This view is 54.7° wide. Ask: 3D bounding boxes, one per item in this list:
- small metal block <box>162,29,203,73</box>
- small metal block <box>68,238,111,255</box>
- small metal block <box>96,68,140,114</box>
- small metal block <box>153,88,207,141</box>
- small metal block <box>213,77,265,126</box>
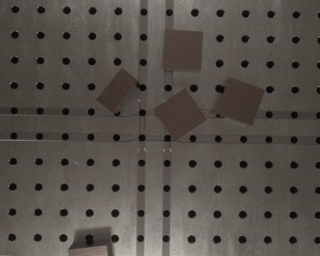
[{"bbox_3d":[0.030,-0.102,0.414,0.050,0.025,0.050,3,90,-1],"label":"small metal block"},{"bbox_3d":[-0.091,0.179,0.412,0.050,0.025,0.050,-6,90,-1],"label":"small metal block"},{"bbox_3d":[-0.052,-0.046,0.400,0.025,0.050,0.050,38,90,-1],"label":"small metal block"},{"bbox_3d":[0.026,-0.018,0.414,0.050,0.025,0.050,-34,90,0],"label":"small metal block"},{"bbox_3d":[0.105,-0.035,0.415,0.050,0.025,0.050,20,90,-1],"label":"small metal block"}]
